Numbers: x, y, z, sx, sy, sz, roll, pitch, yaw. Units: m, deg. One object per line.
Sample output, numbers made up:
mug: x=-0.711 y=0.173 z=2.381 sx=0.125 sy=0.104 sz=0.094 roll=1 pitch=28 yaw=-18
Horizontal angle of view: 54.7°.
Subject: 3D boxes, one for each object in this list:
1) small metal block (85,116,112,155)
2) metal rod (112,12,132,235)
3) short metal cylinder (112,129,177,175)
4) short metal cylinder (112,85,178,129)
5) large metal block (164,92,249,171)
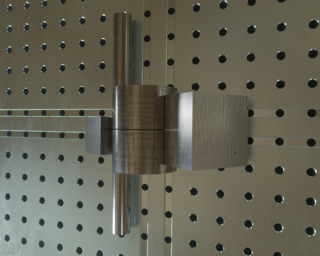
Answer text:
small metal block: x=-0.081 y=0.010 z=0.425 sx=0.050 sy=0.025 sz=0.050 roll=0 pitch=89 yaw=54
metal rod: x=-0.052 y=-0.006 z=0.426 sx=0.025 sy=0.025 sz=0.298 roll=0 pitch=90 yaw=20
short metal cylinder: x=-0.019 y=0.027 z=0.385 sx=0.080 sy=0.080 sz=0.050 roll=1 pitch=90 yaw=20
short metal cylinder: x=-0.019 y=-0.024 z=0.385 sx=0.080 sy=0.080 sz=0.050 roll=1 pitch=90 yaw=20
large metal block: x=0.053 y=0.003 z=0.353 sx=0.050 sy=0.081 sz=0.079 roll=2 pitch=92 yaw=58
